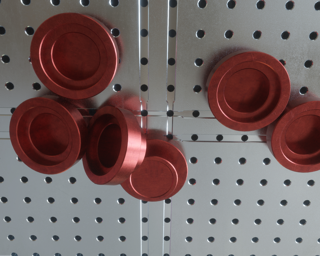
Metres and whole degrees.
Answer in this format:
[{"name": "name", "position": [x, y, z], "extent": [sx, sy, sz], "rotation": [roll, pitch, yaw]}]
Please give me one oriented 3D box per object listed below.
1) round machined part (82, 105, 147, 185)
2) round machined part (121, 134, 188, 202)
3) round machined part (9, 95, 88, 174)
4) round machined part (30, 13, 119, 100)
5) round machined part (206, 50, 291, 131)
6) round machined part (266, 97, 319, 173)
[{"name": "round machined part", "position": [-0.055, 0.023, 0.393], "extent": [0.042, 0.098, 0.098], "rotation": [13, 114, -43]}, {"name": "round machined part", "position": [-0.011, 0.061, 0.427], "extent": [0.099, 0.042, 0.097], "rotation": [0, 110, 0]}, {"name": "round machined part", "position": [-0.136, 0.006, 0.397], "extent": [0.098, 0.042, 0.097], "rotation": [3, 104, 14]}, {"name": "round machined part", "position": [-0.098, -0.087, 0.372], "extent": [0.099, 0.042, 0.097], "rotation": [0, 110, 0]}, {"name": "round machined part", "position": [0.106, -0.048, 0.387], "extent": [0.099, 0.042, 0.097], "rotation": [0, 110, 0]}, {"name": "round machined part", "position": [0.189, 0.006, 0.408], "extent": [0.099, 0.042, 0.097], "rotation": [0, 110, 0]}]
